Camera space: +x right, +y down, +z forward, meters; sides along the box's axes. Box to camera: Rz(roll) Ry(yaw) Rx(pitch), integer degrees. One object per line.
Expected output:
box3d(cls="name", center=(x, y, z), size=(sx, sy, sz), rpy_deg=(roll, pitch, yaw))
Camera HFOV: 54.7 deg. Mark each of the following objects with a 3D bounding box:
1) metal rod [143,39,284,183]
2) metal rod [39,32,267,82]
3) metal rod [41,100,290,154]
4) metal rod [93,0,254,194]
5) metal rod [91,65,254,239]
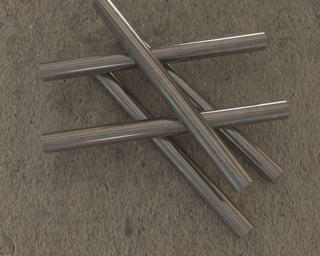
box3d(cls="metal rod", center=(0.044, -0.043, 0.425), size=(0.025, 0.025, 0.300), rpy_deg=(-41, 75, -14))
box3d(cls="metal rod", center=(-0.006, -0.097, 0.418), size=(0.302, 0.025, 0.025), rpy_deg=(-9, 71, -4))
box3d(cls="metal rod", center=(0.010, -0.002, 0.384), size=(0.302, 0.025, 0.025), rpy_deg=(-8, 70, -4))
box3d(cls="metal rod", center=(0.006, -0.052, 0.376), size=(0.025, 0.025, 0.299), rpy_deg=(-33, 74, -11))
box3d(cls="metal rod", center=(0.003, 0.016, 0.403), size=(0.025, 0.025, 0.300), rpy_deg=(-39, 75, -13))
